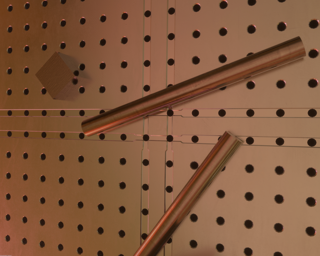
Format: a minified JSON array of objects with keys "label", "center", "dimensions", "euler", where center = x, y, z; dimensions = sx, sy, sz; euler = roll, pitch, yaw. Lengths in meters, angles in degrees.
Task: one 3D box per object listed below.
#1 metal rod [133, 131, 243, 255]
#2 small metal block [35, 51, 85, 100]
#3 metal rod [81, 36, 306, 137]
[{"label":"metal rod","center":[0.008,0.131,0.409],"dimensions":[0.025,0.025,0.299],"euler":[38,102,16]},{"label":"small metal block","center":[-0.150,-0.078,0.466],"dimensions":[0.050,0.025,0.050],"euler":[-42,77,15]},{"label":"metal rod","center":[0.028,-0.046,0.402],"dimensions":[0.300,0.025,0.025],"euler":[-19,84,18]}]
